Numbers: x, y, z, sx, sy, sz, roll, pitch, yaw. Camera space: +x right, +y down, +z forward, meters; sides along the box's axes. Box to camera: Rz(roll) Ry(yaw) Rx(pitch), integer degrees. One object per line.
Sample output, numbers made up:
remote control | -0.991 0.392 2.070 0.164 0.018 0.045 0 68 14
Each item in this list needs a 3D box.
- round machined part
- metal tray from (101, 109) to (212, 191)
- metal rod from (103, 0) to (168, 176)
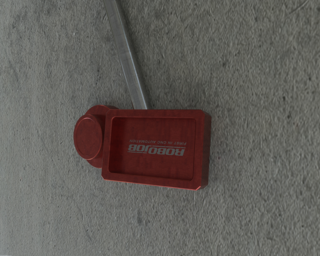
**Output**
round machined part | -0.095 0.013 0.472 0.098 0.042 0.097 0 90 40
metal tray | -0.006 0.024 0.379 0.130 0.030 0.089 2 85 24
metal rod | -0.039 -0.076 0.436 0.025 0.025 0.299 -27 73 37
